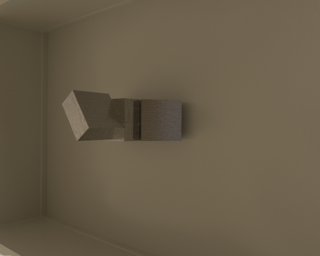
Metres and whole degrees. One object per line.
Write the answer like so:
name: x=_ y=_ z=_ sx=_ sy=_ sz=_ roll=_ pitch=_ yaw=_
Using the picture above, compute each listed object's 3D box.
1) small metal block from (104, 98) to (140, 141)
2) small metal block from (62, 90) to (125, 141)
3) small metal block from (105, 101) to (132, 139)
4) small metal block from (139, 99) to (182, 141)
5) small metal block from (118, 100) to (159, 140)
small metal block: x=-0.052 y=-0.010 z=0.381 sx=0.050 sy=0.025 sz=0.050 roll=1 pitch=90 yaw=40
small metal block: x=-0.075 y=-0.014 z=0.352 sx=0.025 sy=0.050 sz=0.050 roll=-43 pitch=64 yaw=32
small metal block: x=-0.057 y=-0.011 z=0.432 sx=0.025 sy=0.050 sz=0.050 roll=1 pitch=91 yaw=7
small metal block: x=-0.001 y=-0.009 z=0.386 sx=0.025 sy=0.050 sz=0.050 roll=-178 pitch=88 yaw=-74
small metal block: x=-0.028 y=-0.010 z=0.411 sx=0.025 sy=0.050 sz=0.050 roll=1 pitch=91 yaw=40
